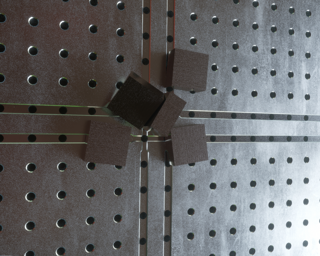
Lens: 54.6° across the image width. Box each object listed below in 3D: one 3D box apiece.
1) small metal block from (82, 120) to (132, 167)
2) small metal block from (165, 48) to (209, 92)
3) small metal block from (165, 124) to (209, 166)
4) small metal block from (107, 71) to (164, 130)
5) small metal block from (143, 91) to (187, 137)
[{"bbox_3d":[-0.067,0.019,0.388,0.050,0.025,0.050,10,87,-20],"label":"small metal block"},{"bbox_3d":[0.037,-0.078,0.426,0.050,0.025,0.050,6,88,-20],"label":"small metal block"},{"bbox_3d":[0.036,0.022,0.426,0.050,0.025,0.050,-8,93,-20],"label":"small metal block"},{"bbox_3d":[-0.030,-0.034,0.388,0.050,0.025,0.050,34,110,-13],"label":"small metal block"},{"bbox_3d":[0.002,-0.017,0.400,0.025,0.050,0.050,33,79,-17],"label":"small metal block"}]
